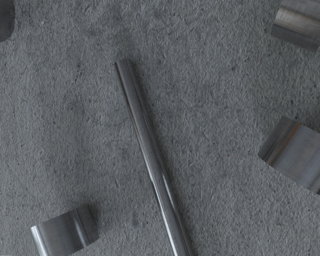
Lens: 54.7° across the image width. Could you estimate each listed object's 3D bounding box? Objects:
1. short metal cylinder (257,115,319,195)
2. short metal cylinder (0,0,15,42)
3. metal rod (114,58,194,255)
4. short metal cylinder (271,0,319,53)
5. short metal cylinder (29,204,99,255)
[{"bbox_3d":[0.152,0.028,0.326,0.080,0.080,0.050,33,101,17],"label":"short metal cylinder"},{"bbox_3d":[-0.275,-0.173,0.477,0.050,0.080,0.079,7,92,20],"label":"short metal cylinder"},{"bbox_3d":[-0.006,0.051,0.410,0.025,0.025,0.299,-20,83,19],"label":"metal rod"},{"bbox_3d":[0.159,-0.125,0.324,0.050,0.080,0.080,29,100,17],"label":"short metal cylinder"},{"bbox_3d":[-0.130,0.144,0.426,0.080,0.080,0.050,-26,82,18],"label":"short metal cylinder"}]
